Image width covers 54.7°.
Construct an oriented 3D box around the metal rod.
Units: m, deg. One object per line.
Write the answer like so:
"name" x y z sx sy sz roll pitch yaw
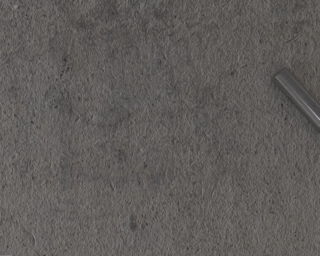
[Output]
"metal rod" 0.258 0.038 0.411 0.025 0.025 0.300 -43 90 0
